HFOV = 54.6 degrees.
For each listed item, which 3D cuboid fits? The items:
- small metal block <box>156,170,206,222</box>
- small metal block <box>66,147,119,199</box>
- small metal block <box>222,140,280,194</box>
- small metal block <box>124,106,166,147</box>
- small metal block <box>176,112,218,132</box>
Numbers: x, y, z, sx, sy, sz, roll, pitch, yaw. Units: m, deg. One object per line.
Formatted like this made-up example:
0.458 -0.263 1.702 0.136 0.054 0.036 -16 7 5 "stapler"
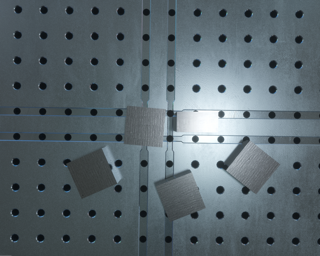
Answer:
0.027 0.090 0.414 0.050 0.025 0.050 -21 90 0 "small metal block"
-0.088 0.059 0.413 0.050 0.025 0.050 -24 90 0 "small metal block"
0.121 0.051 0.414 0.050 0.025 0.050 39 90 0 "small metal block"
-0.020 -0.002 0.413 0.050 0.025 0.050 5 90 0 "small metal block"
0.046 -0.007 0.401 0.050 0.050 0.025 1 90 0 "small metal block"
